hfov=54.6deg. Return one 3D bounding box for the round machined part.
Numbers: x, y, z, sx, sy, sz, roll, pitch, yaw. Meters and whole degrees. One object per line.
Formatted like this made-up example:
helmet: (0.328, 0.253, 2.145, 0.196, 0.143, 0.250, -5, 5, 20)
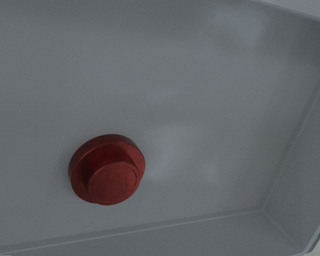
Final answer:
round machined part: (-0.064, 0.060, 0.399, 0.099, 0.042, 0.097, -14, 124, -21)
